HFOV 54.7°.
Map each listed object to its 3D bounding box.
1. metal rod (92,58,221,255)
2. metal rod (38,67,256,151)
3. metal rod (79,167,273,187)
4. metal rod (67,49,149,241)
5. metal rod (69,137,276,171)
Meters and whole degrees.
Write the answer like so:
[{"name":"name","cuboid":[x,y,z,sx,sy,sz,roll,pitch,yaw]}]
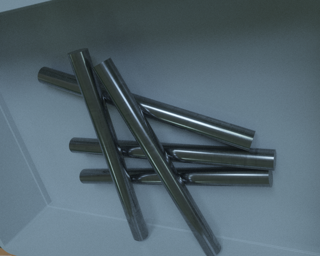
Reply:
[{"name":"metal rod","cuboid":[0.003,0.049,0.401,0.025,0.025,0.299,-19,109,35]},{"name":"metal rod","cuboid":[-0.030,-0.030,0.402,0.301,0.025,0.025,18,126,17]},{"name":"metal rod","cuboid":[0.003,0.070,0.447,0.300,0.025,0.025,-5,116,30]},{"name":"metal rod","cuboid":[-0.064,0.040,0.430,0.025,0.025,0.298,0,119,28]},{"name":"metal rod","cuboid":[-0.001,0.032,0.425,0.301,0.025,0.025,2,119,26]}]
